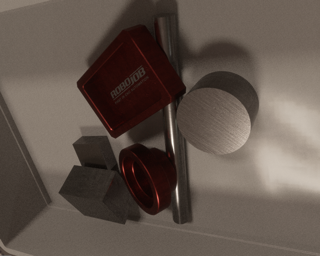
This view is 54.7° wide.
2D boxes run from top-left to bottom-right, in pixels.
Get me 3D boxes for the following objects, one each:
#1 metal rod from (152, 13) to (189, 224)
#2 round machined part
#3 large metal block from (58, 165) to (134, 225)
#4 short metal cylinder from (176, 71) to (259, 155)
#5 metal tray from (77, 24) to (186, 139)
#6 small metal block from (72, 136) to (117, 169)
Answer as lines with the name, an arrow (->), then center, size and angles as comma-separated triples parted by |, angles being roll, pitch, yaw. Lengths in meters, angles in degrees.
metal rod -> 0.018, 0.009, 0.403 | 0.025, 0.025, 0.298 | 8, 122, 24
round machined part -> -0.014, 0.066, 0.427 | 0.098, 0.042, 0.097 | 39, 141, 41
large metal block -> -0.096, 0.105, 0.489 | 0.080, 0.050, 0.080 | 4, 143, 26
short metal cylinder -> 0.065, -0.017, 0.347 | 0.080, 0.050, 0.079 | 13, 124, 20
metal tray -> -0.040, -0.049, 0.373 | 0.130, 0.030, 0.090 | -30, 95, 47
small metal block -> -0.102, 0.040, 0.485 | 0.050, 0.025, 0.050 | -2, 118, 28
